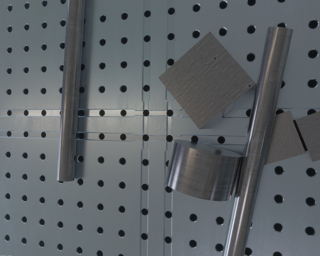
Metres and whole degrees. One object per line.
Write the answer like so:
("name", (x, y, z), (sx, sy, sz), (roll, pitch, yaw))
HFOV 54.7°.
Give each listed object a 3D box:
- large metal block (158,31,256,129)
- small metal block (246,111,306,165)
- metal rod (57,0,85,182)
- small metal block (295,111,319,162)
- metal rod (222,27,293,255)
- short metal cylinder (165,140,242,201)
("large metal block", (0.060, -0.055, 0.378), (0.080, 0.050, 0.080), (-40, 78, 15))
("small metal block", (0.135, 0.012, 0.361), (0.050, 0.025, 0.050), (-22, 83, 26))
("metal rod", (-0.131, -0.071, 0.458), (0.025, 0.025, 0.298), (4, 91, 20))
("small metal block", (0.186, 0.005, 0.347), (0.050, 0.025, 0.050), (-22, 83, 18))
("metal rod", (0.104, 0.042, 0.351), (0.025, 0.025, 0.298), (12, 103, 19))
("short metal cylinder", (0.050, 0.048, 0.366), (0.080, 0.080, 0.050), (14, 95, 19))
